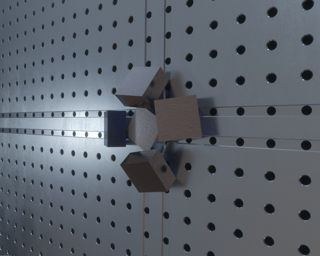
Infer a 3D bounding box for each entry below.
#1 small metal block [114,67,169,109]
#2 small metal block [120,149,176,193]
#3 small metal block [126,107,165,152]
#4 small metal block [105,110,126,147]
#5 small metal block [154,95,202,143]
[{"bbox_3d":[-0.024,-0.054,0.411,0.050,0.025,0.050,8,59,39],"label":"small metal block"},{"bbox_3d":[-0.015,0.057,0.404,0.050,0.025,0.050,-11,119,39],"label":"small metal block"},{"bbox_3d":[-0.014,0.000,0.419,0.050,0.025,0.050,38,113,33],"label":"small metal block"},{"bbox_3d":[-0.065,0.001,0.446,0.050,0.025,0.050,180,90,-74],"label":"small metal block"},{"bbox_3d":[0.022,-0.010,0.374,0.050,0.025,0.050,-8,84,4],"label":"small metal block"}]
